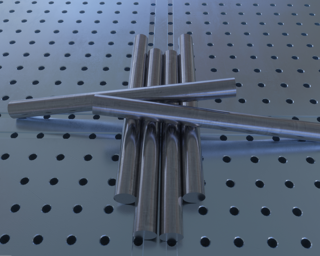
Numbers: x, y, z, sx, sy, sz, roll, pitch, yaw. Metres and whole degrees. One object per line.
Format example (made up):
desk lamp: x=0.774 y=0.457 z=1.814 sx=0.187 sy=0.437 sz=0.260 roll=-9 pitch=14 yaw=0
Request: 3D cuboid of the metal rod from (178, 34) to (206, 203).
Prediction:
metal rod: x=0.041 y=-0.038 z=0.439 sx=0.025 sy=0.025 sz=0.300 roll=1 pitch=50 yaw=1

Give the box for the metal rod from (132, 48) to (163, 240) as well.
metal rod: x=-0.012 y=-0.006 z=0.411 sx=0.025 sy=0.025 sz=0.300 roll=1 pitch=50 yaw=1

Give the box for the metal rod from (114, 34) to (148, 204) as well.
metal rod: x=-0.035 y=-0.037 z=0.438 sx=0.025 sy=0.025 sz=0.300 roll=1 pitch=50 yaw=1

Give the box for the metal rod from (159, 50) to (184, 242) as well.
metal rod: x=0.015 y=-0.003 z=0.412 sx=0.025 sy=0.025 sz=0.300 roll=1 pitch=50 yaw=1

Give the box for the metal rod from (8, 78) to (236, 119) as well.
metal rod: x=-0.054 y=-0.038 z=0.410 sx=0.301 sy=0.025 sz=0.025 roll=-5 pitch=50 yaw=7

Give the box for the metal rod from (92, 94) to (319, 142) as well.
metal rod: x=0.069 y=-0.011 z=0.390 sx=0.302 sy=0.025 sz=0.025 roll=7 pitch=50 yaw=-6
